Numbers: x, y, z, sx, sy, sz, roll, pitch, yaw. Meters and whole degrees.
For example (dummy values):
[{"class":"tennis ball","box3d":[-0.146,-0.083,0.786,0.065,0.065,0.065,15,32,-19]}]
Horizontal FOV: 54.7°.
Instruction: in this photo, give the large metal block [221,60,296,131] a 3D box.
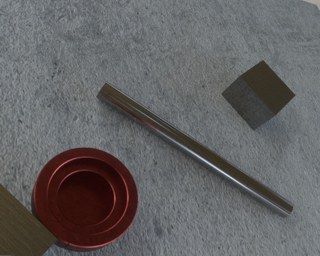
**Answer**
[{"class":"large metal block","box3d":[0.163,-0.055,0.512,0.081,0.050,0.080,-34,81,-38]}]

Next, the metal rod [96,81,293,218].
[{"class":"metal rod","box3d":[0.051,0.033,0.413,0.301,0.025,0.025,33,51,-7]}]

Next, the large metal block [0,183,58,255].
[{"class":"large metal block","box3d":[-0.146,0.098,0.250,0.080,0.050,0.080,44,51,2]}]

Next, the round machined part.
[{"class":"round machined part","box3d":[-0.075,0.072,0.308,0.099,0.042,0.098,15,53,-21]}]
